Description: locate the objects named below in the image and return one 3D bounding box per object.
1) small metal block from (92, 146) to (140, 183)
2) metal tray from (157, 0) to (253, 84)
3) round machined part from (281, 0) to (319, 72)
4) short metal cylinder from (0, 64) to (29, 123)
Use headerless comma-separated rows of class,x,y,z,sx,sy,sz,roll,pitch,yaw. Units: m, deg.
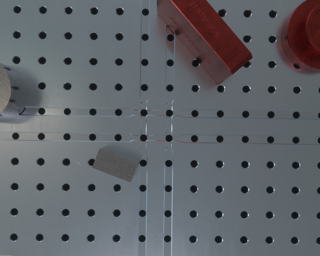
small metal block,-0.054,0.045,0.400,0.050,0.050,0.025,21,90,0
metal tray,0.049,-0.118,0.381,0.030,0.090,0.130,-40,90,0
round machined part,0.217,-0.126,0.407,0.099,0.042,0.097,0,90,0
short metal cylinder,-0.220,-0.047,0.399,0.081,0.050,0.079,0,90,0
